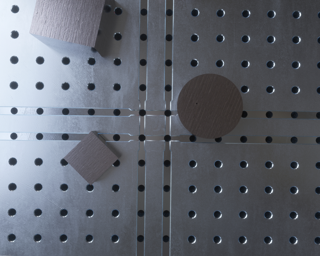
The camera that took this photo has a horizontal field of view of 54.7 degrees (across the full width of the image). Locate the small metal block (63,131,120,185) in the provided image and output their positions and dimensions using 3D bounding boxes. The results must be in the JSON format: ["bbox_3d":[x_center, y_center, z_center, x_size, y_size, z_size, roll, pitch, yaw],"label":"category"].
[{"bbox_3d":[-0.089,0.039,0.412,0.050,0.025,0.050,-45,91,0],"label":"small metal block"}]

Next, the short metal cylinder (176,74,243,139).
[{"bbox_3d":[0.061,-0.027,0.402,0.081,0.050,0.079,0,90,-1],"label":"short metal cylinder"}]

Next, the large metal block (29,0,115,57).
[{"bbox_3d":[-0.110,-0.145,0.399,0.080,0.050,0.080,13,90,-1],"label":"large metal block"}]
